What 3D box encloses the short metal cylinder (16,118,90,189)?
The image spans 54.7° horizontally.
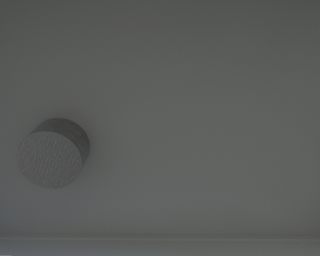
[{"bbox_3d":[-0.138,0.032,0.408,0.081,0.050,0.079,0,110,-1],"label":"short metal cylinder"}]
